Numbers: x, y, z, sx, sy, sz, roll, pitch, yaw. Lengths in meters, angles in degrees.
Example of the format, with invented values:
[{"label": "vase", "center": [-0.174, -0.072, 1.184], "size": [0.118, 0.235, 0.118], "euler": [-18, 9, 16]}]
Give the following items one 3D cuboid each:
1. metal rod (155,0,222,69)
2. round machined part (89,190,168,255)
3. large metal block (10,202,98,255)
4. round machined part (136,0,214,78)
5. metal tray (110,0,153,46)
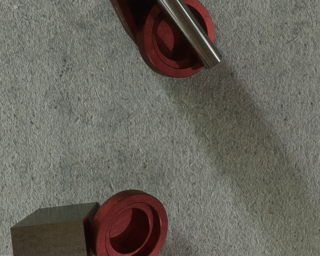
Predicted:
[{"label": "metal rod", "center": [-0.026, -0.179, 0.316], "size": [0.025, 0.025, 0.300], "euler": [-43, 117, 0]}, {"label": "round machined part", "center": [-0.042, 0.125, 0.386], "size": [0.099, 0.042, 0.097], "euler": [-4, 97, -35]}, {"label": "large metal block", "center": [-0.122, 0.130, 0.382], "size": [0.080, 0.080, 0.050], "euler": [-7, 90, 0]}, {"label": "round machined part", "center": [0.016, -0.113, 0.388], "size": [0.099, 0.042, 0.097], "euler": [-6, 103, -26]}, {"label": "metal tray", "center": [-0.009, -0.155, 0.356], "size": [0.090, 0.130, 0.030], "euler": [-37, 80, 0]}]
